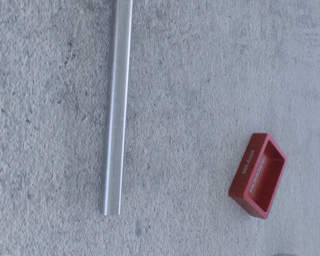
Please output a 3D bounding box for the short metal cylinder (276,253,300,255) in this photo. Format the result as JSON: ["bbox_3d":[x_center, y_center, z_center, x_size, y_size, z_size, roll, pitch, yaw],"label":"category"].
[{"bbox_3d":[0.263,0.279,0.594,0.081,0.080,0.050,12,82,-40],"label":"short metal cylinder"}]

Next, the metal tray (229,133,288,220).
[{"bbox_3d":[0.179,0.084,0.555,0.090,0.030,0.130,44,64,-32],"label":"metal tray"}]

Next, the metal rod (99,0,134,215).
[{"bbox_3d":[-0.049,-0.051,0.364,0.025,0.025,0.298,5,87,-40],"label":"metal rod"}]
